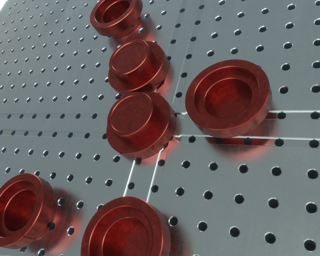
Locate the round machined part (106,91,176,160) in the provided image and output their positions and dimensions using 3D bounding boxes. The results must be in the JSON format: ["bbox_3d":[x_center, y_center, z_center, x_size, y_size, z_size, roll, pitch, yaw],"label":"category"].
[{"bbox_3d":[-0.032,-0.010,0.421,0.098,0.042,0.098,-13,56,21],"label":"round machined part"}]

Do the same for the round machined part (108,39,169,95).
[{"bbox_3d":[-0.039,-0.097,0.479,0.098,0.042,0.098,-13,56,21],"label":"round machined part"}]

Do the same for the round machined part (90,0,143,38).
[{"bbox_3d":[-0.074,-0.203,0.562,0.098,0.042,0.098,-13,56,21],"label":"round machined part"}]

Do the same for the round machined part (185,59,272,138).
[{"bbox_3d":[0.084,-0.031,0.373,0.098,0.042,0.098,-13,56,21],"label":"round machined part"}]

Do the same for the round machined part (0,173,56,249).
[{"bbox_3d":[-0.184,0.115,0.425,0.098,0.042,0.098,-13,56,21],"label":"round machined part"}]

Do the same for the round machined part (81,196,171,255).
[{"bbox_3d":[-0.033,0.128,0.337,0.098,0.042,0.098,-13,56,21],"label":"round machined part"}]
